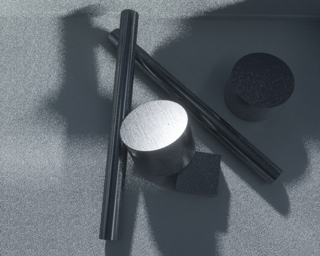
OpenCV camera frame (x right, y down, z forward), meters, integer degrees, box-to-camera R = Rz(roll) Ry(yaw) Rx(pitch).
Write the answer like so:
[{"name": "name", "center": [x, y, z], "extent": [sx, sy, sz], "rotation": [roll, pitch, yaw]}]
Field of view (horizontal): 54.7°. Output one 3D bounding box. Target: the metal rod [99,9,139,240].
[{"name": "metal rod", "center": [-0.050, -0.015, 0.398], "extent": [0.025, 0.025, 0.299], "rotation": [3, 76, 1]}]

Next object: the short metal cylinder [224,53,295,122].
[{"name": "short metal cylinder", "center": [0.131, -0.054, 0.418], "extent": [0.081, 0.050, 0.080], "rotation": [0, 70, 0]}]

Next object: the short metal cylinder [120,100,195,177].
[{"name": "short metal cylinder", "center": [-0.001, 0.012, 0.375], "extent": [0.080, 0.050, 0.080], "rotation": [-10, 45, 10]}]

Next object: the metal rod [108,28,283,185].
[{"name": "metal rod", "center": [0.039, -0.037, 0.423], "extent": [0.300, 0.025, 0.025], "rotation": [43, 75, 14]}]

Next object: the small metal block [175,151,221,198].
[{"name": "small metal block", "center": [0.048, 0.057, 0.389], "extent": [0.050, 0.025, 0.050], "rotation": [9, 70, 3]}]
